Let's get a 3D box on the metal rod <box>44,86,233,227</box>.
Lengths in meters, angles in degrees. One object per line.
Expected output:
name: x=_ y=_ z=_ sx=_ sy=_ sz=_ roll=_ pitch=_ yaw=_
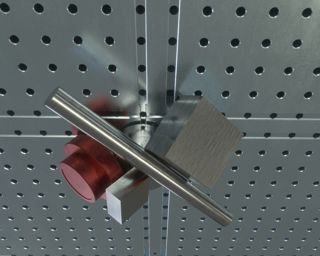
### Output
metal rod: x=-0.006 y=0.050 z=0.384 sx=0.025 sy=0.025 sz=0.301 roll=-36 pitch=122 yaw=26

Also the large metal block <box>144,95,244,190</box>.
large metal block: x=0.042 y=0.016 z=0.376 sx=0.080 sy=0.050 sz=0.080 roll=39 pitch=77 yaw=-28

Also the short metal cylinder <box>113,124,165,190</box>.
short metal cylinder: x=-0.024 y=0.041 z=0.425 sx=0.081 sy=0.050 sz=0.079 roll=0 pitch=130 yaw=0

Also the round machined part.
round machined part: x=-0.095 y=0.060 z=0.412 sx=0.098 sy=0.042 sz=0.097 roll=28 pitch=141 yaw=26

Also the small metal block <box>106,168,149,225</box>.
small metal block: x=-0.040 y=0.086 z=0.395 sx=0.025 sy=0.050 sz=0.050 roll=31 pitch=137 yaw=28
